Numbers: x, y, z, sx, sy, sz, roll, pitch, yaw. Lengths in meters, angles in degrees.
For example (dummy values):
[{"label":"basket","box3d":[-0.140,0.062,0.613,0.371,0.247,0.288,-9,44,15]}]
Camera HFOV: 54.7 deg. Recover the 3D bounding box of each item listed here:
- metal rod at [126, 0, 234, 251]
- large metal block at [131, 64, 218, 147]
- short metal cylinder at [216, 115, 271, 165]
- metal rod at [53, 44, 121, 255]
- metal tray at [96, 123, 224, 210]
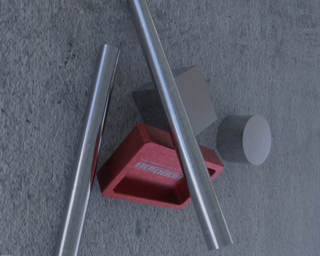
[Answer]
[{"label":"metal rod","box3d":[0.014,-0.024,0.336,0.025,0.025,0.299,-1,66,-40]},{"label":"large metal block","box3d":[0.021,-0.029,0.408,0.081,0.050,0.080,-35,112,-35]},{"label":"short metal cylinder","box3d":[0.138,0.019,0.507,0.081,0.050,0.079,0,90,-40]},{"label":"metal rod","box3d":[-0.084,0.054,0.335,0.025,0.025,0.299,17,79,-39]},{"label":"metal tray","box3d":[0.003,0.052,0.372,0.131,0.030,0.090,22,119,-38]}]
